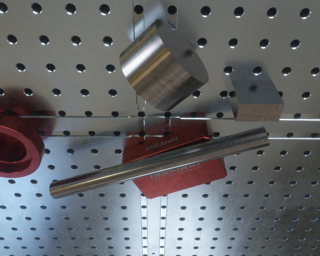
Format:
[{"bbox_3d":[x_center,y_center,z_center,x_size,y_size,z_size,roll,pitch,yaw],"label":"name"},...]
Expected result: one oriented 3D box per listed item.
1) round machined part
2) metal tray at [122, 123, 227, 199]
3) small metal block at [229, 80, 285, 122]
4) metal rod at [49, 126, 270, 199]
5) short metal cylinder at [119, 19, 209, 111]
[{"bbox_3d":[-0.205,0.019,0.414,0.099,0.042,0.097,-1,130,0],"label":"round machined part"},{"bbox_3d":[0.021,0.052,0.453,0.130,0.030,0.090,-20,128,15],"label":"metal tray"},{"bbox_3d":[0.113,-0.033,0.369,0.050,0.050,0.025,0,130,-1],"label":"small metal block"},{"bbox_3d":[-0.010,0.050,0.413,0.301,0.025,0.025,-16,129,12],"label":"metal rod"},{"bbox_3d":[0.005,-0.064,0.321,0.050,0.080,0.080,-37,122,27],"label":"short metal cylinder"}]
